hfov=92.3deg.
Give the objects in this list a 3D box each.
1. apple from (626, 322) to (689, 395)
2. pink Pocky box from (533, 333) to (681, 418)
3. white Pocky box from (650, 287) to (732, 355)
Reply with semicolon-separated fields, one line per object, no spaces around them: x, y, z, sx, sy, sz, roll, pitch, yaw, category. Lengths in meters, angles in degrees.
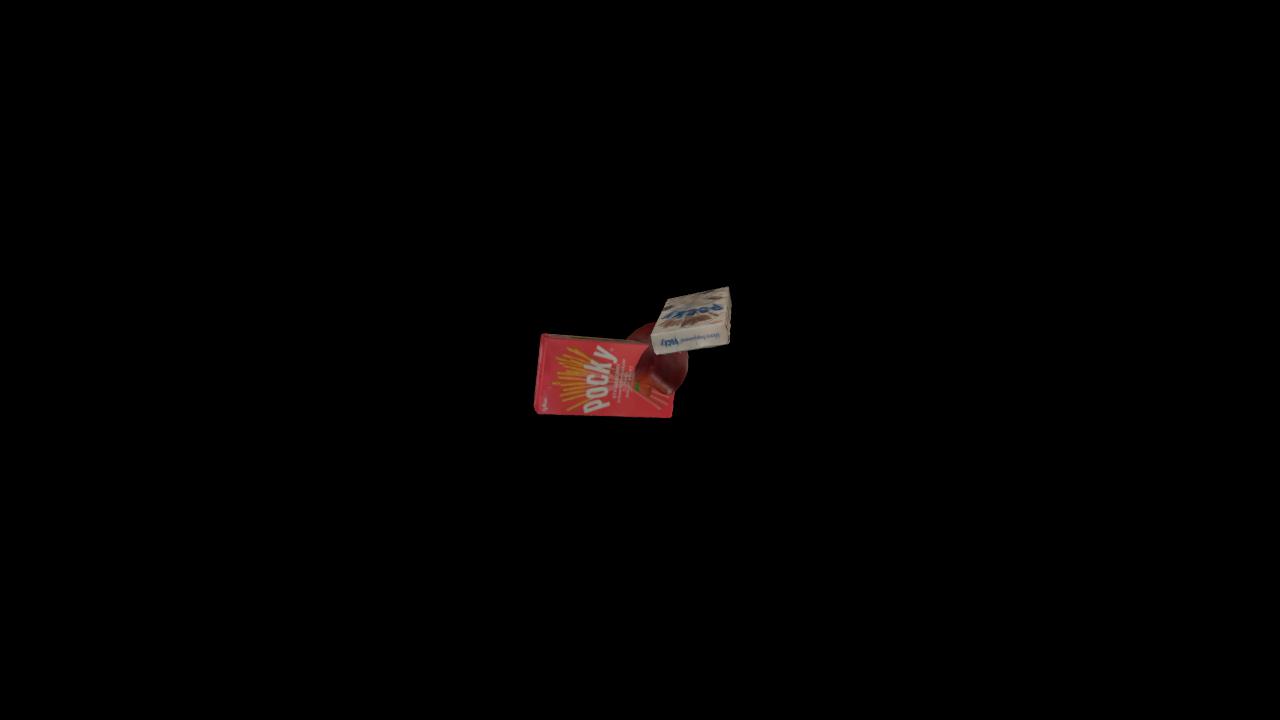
0.016;0.001;0.696;0.079;0.093;0.079;14;-30;8;apple
-0.034;0.019;0.668;0.155;0.084;0.029;4;11;-20;pink Pocky box
0.063;-0.047;0.715;0.084;0.028;0.154;-10;19;13;white Pocky box
